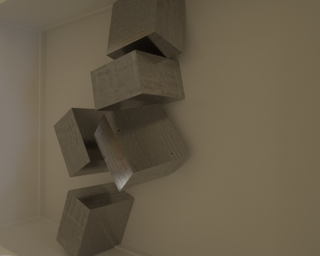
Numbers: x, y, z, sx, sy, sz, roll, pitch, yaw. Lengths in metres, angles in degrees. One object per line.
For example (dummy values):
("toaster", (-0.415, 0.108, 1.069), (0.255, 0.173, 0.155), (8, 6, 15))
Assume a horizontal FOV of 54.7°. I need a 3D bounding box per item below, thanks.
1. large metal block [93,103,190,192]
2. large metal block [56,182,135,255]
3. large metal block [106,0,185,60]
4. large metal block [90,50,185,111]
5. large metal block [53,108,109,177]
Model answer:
("large metal block", (-0.024, 0.021, 0.381), (0.080, 0.081, 0.050), (61, 142, 22))
("large metal block", (-0.092, 0.130, 0.444), (0.050, 0.081, 0.079), (27, 107, 36))
("large metal block", (-0.017, -0.127, 0.389), (0.080, 0.050, 0.080), (-13, 65, 39))
("large metal block", (-0.028, -0.054, 0.392), (0.080, 0.081, 0.050), (-14, 81, 39))
("large metal block", (-0.094, 0.019, 0.446), (0.050, 0.081, 0.080), (-37, 68, 34))
